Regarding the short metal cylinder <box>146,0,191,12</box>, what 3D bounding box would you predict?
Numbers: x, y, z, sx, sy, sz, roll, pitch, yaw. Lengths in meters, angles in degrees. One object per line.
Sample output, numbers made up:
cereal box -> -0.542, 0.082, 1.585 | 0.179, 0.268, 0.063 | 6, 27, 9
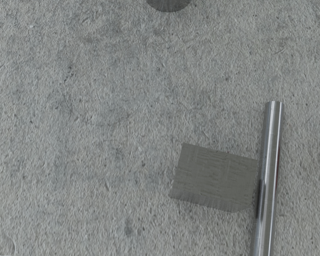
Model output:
short metal cylinder -> 0.014, -0.228, 0.479 | 0.081, 0.050, 0.080 | 0, 70, 0

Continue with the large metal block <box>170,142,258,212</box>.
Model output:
large metal block -> 0.058, 0.061, 0.358 | 0.080, 0.080, 0.050 | 13, 71, 4

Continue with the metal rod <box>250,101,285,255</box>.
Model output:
metal rod -> 0.125, 0.106, 0.370 | 0.025, 0.025, 0.299 | 11, 70, 4
